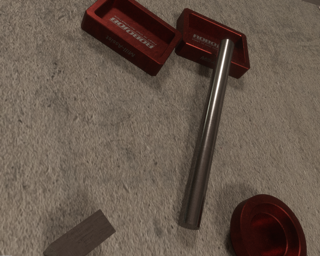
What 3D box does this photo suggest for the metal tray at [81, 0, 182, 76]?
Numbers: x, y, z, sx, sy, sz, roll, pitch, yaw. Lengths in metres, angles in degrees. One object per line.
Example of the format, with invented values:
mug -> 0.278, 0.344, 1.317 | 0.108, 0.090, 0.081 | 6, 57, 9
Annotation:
metal tray -> -0.040, -0.147, 0.470 | 0.130, 0.030, 0.090 | 33, 51, -7

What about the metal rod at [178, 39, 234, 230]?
metal rod -> 0.071, -0.011, 0.430 | 0.025, 0.025, 0.300 | 25, 59, -14

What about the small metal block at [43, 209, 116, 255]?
small metal block -> -0.075, 0.105, 0.284 | 0.050, 0.050, 0.025 | -31, 79, -38

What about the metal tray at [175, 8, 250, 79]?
metal tray -> 0.093, -0.147, 0.542 | 0.131, 0.030, 0.090 | 17, 55, -19

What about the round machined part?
round machined part -> 0.127, 0.135, 0.381 | 0.099, 0.042, 0.098 | 14, 56, -21
